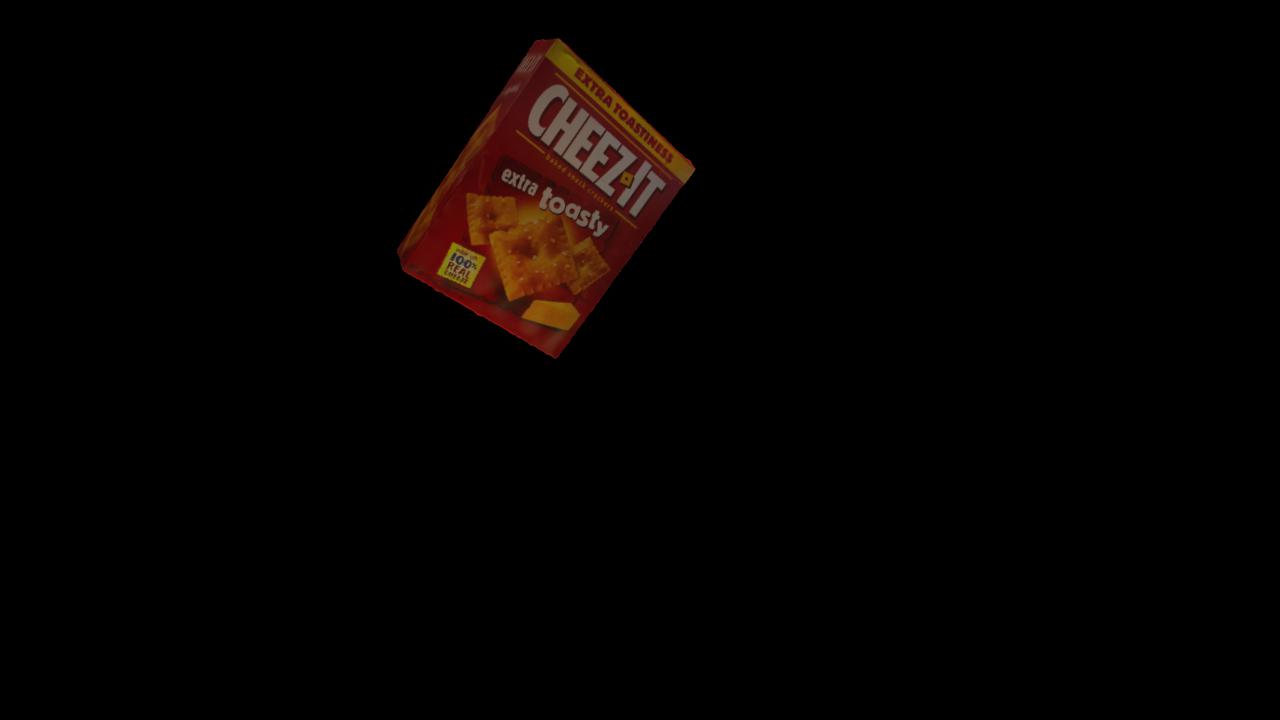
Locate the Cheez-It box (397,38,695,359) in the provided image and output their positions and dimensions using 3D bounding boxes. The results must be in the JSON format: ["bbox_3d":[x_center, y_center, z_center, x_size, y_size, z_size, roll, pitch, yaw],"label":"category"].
[{"bbox_3d":[-0.081,-0.134,0.547,0.166,0.223,0.071,33,6,-34],"label":"Cheez-It box"}]
